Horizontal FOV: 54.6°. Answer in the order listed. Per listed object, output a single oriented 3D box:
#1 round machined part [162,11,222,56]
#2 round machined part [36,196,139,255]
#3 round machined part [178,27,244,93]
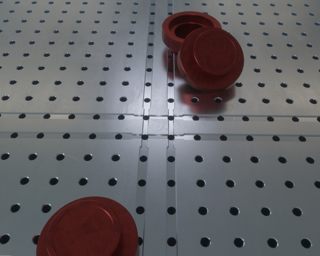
[{"bbox_3d":[0.052,-0.154,0.526,0.099,0.042,0.098,0,50,0],"label":"round machined part"},{"bbox_3d":[-0.071,0.111,0.304,0.099,0.042,0.098,0,50,0],"label":"round machined part"},{"bbox_3d":[0.078,-0.104,0.456,0.099,0.042,0.098,1,81,-8],"label":"round machined part"}]
